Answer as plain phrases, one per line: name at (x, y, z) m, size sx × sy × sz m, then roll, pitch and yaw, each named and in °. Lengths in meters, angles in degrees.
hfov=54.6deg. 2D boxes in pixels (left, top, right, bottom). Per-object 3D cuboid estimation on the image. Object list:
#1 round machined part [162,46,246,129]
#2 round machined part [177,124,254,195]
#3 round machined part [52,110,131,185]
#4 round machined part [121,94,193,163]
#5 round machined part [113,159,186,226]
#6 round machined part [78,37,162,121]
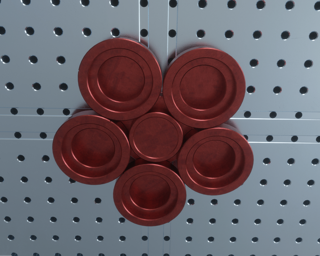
round machined part at (0.052, -0.052, 0.385) m, size 0.099 × 0.042 × 0.097 m, roll 0°, pitch 110°, yaw 0°
round machined part at (0.071, 0.038, 0.419) m, size 0.099 × 0.042 × 0.097 m, roll 0°, pitch 110°, yaw 0°
round machined part at (-0.087, 0.023, 0.411) m, size 0.099 × 0.042 × 0.097 m, roll 0°, pitch 110°, yaw 0°
round machined part at (-0.005, 0.006, 0.406) m, size 0.099 × 0.042 × 0.097 m, roll 0°, pitch 110°, yaw 0°
round machined part at (-0.014, 0.085, 0.435) m, size 0.099 × 0.042 × 0.097 m, roll 0°, pitch 110°, yaw 0°
round machined part at (-0.047, -0.062, 0.381) m, size 0.099 × 0.042 × 0.097 m, roll 0°, pitch 110°, yaw 0°
